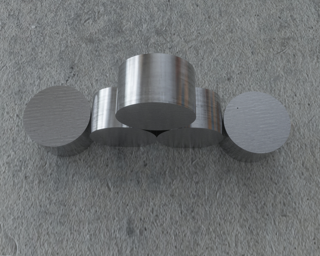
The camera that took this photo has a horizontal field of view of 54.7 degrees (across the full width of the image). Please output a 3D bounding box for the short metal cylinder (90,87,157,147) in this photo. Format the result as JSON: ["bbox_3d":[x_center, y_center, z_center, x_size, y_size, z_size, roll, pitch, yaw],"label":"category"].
[{"bbox_3d":[-0.044,-0.011,0.384,0.081,0.080,0.050,0,70,0],"label":"short metal cylinder"}]

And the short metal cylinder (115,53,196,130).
[{"bbox_3d":[-0.004,-0.034,0.319,0.080,0.080,0.050,1,71,0],"label":"short metal cylinder"}]

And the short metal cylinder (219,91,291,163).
[{"bbox_3d":[0.117,0.000,0.396,0.081,0.050,0.080,0,70,-1],"label":"short metal cylinder"}]

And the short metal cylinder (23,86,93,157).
[{"bbox_3d":[-0.125,-0.007,0.398,0.081,0.050,0.080,0,70,-1],"label":"short metal cylinder"}]

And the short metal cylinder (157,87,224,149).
[{"bbox_3d":[0.036,-0.010,0.384,0.081,0.080,0.050,0,69,0],"label":"short metal cylinder"}]
